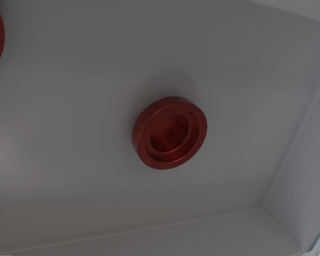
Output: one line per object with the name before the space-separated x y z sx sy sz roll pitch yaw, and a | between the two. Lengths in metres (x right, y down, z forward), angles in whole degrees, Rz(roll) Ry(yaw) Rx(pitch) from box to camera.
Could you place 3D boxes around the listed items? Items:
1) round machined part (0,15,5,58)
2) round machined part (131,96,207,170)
round machined part | -0.178 -0.074 0.237 0.098 0.042 0.097 -44 154 -28
round machined part | 0.009 0.003 0.404 0.099 0.042 0.097 -14 124 -21
